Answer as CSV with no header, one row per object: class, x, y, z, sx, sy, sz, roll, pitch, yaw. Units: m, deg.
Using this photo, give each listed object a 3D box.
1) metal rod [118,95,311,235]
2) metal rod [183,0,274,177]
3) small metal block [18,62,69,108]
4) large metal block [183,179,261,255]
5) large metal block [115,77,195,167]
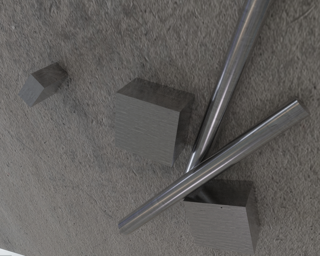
metal rod,0.047,0.062,0.389,0.025,0.025,0.299,47,119,-5
metal rod,0.074,-0.051,0.336,0.025,0.025,0.298,24,127,13
small metal block,-0.165,-0.062,0.440,0.025,0.050,0.050,48,129,-6
large metal block,0.086,0.117,0.418,0.080,0.050,0.080,-2,118,29
large metal block,-0.008,-0.008,0.390,0.080,0.050,0.079,19,126,17
